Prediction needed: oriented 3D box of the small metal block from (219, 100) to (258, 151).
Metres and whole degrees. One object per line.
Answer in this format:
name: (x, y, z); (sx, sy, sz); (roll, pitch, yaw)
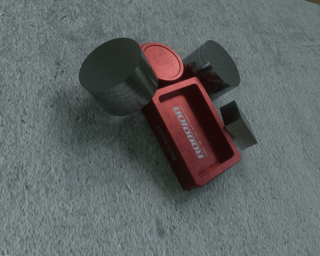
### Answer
small metal block: (0.112, -0.004, 0.445); (0.050, 0.025, 0.050); (51, 21, -27)

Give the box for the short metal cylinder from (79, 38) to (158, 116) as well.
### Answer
short metal cylinder: (-0.049, -0.061, 0.373); (0.050, 0.080, 0.080); (54, 32, -51)

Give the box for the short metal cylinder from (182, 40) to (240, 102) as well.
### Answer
short metal cylinder: (0.076, -0.084, 0.468); (0.080, 0.050, 0.080); (27, 47, -33)

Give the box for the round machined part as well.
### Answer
round machined part: (-0.006, -0.083, 0.443); (0.099, 0.042, 0.098); (14, 56, -21)

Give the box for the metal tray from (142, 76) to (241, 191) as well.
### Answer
metal tray: (0.041, 0.004, 0.407); (0.091, 0.030, 0.130); (-24, 84, -37)
